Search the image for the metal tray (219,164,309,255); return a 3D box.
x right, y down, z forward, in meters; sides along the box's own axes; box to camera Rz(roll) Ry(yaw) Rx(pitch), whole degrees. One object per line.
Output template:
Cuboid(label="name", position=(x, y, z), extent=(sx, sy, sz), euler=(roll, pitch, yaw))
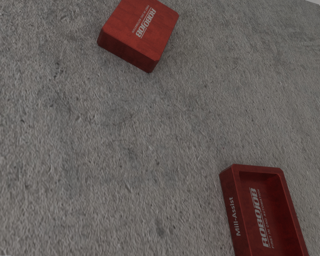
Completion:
Cuboid(label="metal tray", position=(0.133, 0.114, 0.401), extent=(0.091, 0.030, 0.130), euler=(8, 58, -24))

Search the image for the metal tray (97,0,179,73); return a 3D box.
Cuboid(label="metal tray", position=(-0.030, -0.155, 0.479), extent=(0.090, 0.030, 0.130), euler=(28, 52, -11))
